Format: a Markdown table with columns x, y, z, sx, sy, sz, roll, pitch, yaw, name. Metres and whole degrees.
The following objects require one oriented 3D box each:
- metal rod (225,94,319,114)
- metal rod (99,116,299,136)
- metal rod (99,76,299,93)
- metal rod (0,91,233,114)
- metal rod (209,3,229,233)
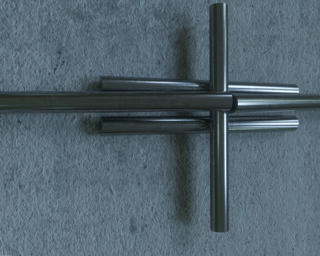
| x | y | z | sx | sy | sz | roll | pitch | yaw | name |
| --- | --- | --- | --- | --- | --- | --- | --- | --- | --- |
| 0.220 | -0.039 | 0.467 | 0.303 | 0.025 | 0.025 | -4 | 92 | -30 | metal rod |
| 0.068 | -0.005 | 0.436 | 0.303 | 0.025 | 0.025 | -1 | 91 | -21 | metal rod |
| 0.068 | -0.055 | 0.436 | 0.303 | 0.025 | 0.025 | -1 | 91 | -21 | metal rod |
| -0.062 | -0.030 | 0.361 | 0.302 | 0.025 | 0.025 | -1 | 91 | -11 | metal rod |
| 0.079 | -0.013 | 0.414 | 0.025 | 0.025 | 0.298 | 0 | 90 | -20 | metal rod |
